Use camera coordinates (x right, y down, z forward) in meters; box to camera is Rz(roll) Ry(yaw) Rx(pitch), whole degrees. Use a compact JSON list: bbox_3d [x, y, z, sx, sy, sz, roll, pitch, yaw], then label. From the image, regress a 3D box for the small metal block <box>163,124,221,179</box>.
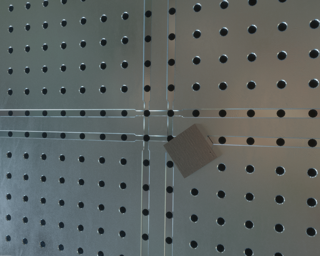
[{"bbox_3d":[0.041,0.029,0.398,0.050,0.025,0.050,-36,79,16],"label":"small metal block"}]
